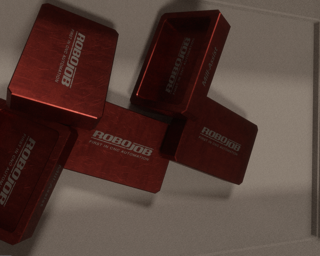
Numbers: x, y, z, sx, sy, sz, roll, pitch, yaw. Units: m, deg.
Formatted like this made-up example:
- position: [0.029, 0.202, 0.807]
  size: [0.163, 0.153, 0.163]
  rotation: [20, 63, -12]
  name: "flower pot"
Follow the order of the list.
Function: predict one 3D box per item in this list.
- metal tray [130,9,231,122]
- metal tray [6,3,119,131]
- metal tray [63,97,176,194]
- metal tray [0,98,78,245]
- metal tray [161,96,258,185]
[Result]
- position: [0.023, -0.079, 0.384]
  size: [0.030, 0.090, 0.130]
  rotation: [28, 79, -50]
  name: "metal tray"
- position: [-0.101, -0.069, 0.341]
  size: [0.091, 0.030, 0.130]
  rotation: [17, 56, -20]
  name: "metal tray"
- position: [-0.051, 0.022, 0.390]
  size: [0.131, 0.030, 0.090]
  rotation: [20, 83, -19]
  name: "metal tray"
- position: [-0.157, 0.044, 0.332]
  size: [0.090, 0.030, 0.130]
  rotation: [22, 82, 4]
  name: "metal tray"
- position: [0.072, 0.017, 0.418]
  size: [0.131, 0.030, 0.090]
  rotation: [24, 81, -34]
  name: "metal tray"
